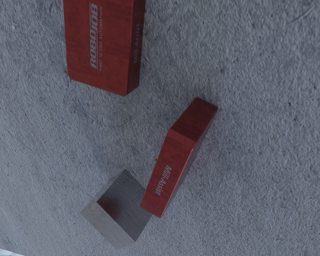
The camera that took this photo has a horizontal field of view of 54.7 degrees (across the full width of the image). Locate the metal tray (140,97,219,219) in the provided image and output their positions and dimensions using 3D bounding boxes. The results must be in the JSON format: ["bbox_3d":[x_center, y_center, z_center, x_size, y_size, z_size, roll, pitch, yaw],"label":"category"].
[{"bbox_3d":[0.022,0.037,0.375,0.030,0.090,0.129,28,128,11],"label":"metal tray"}]

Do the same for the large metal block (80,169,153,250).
[{"bbox_3d":[-0.060,0.125,0.480,0.080,0.080,0.050,48,129,-6],"label":"large metal block"}]

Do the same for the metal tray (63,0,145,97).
[{"bbox_3d":[-0.068,-0.111,0.371,0.090,0.030,0.129,19,126,16],"label":"metal tray"}]
